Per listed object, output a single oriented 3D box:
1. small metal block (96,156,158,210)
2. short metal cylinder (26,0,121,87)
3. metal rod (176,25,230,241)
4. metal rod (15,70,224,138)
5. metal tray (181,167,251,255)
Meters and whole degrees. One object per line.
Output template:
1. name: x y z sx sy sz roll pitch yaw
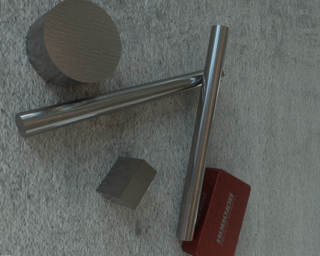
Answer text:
1. small metal block: -0.039 0.062 0.358 0.025 0.050 0.050 47 62 -30
2. short metal cylinder: -0.087 -0.084 0.316 0.081 0.050 0.079 0 90 -40
3. metal rod: 0.060 0.008 0.434 0.025 0.025 0.298 9 91 -40
4. metal rod: -0.021 -0.043 0.388 0.302 0.025 0.025 -20 103 -38
5. metal tray: 0.091 0.137 0.481 0.090 0.030 0.130 31 71 -36
